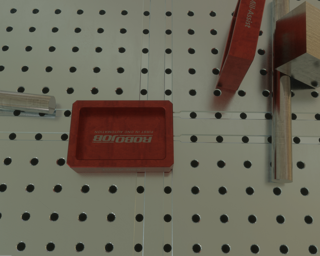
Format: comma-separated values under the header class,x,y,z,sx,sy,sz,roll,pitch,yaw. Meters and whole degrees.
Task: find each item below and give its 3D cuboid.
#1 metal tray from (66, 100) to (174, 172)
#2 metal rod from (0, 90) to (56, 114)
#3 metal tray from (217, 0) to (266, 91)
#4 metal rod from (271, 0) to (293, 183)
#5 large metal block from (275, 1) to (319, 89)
class,x,y,z,sx,sy,sz,roll,pitch,yaw
metal tray,-0.049,0.010,0.404,0.131,0.030,0.090,0,70,-1
metal rod,-0.296,-0.048,0.425,0.302,0.025,0.025,6,70,2
metal tray,0.112,-0.128,0.425,0.030,0.090,0.130,14,71,5
metal rod,0.173,-0.072,0.440,0.025,0.025,0.299,7,70,2
large metal block,0.207,-0.111,0.425,0.081,0.050,0.080,18,68,-23
